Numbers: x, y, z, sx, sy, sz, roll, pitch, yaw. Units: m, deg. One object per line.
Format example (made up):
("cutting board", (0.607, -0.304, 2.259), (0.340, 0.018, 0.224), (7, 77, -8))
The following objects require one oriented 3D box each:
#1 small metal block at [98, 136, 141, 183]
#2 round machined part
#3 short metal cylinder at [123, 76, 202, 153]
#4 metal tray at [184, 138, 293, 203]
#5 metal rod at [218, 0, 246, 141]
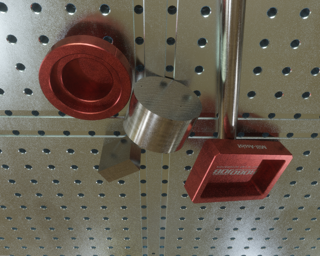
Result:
("small metal block", (-0.055, 0.041, 0.430), (0.050, 0.050, 0.025), (-23, 127, 18))
("round machined part", (-0.080, -0.059, 0.349), (0.099, 0.042, 0.097), (-1, 130, 0))
("short metal cylinder", (0.002, -0.017, 0.362), (0.081, 0.080, 0.050), (13, 129, -12))
("metal tray", (0.109, 0.061, 0.430), (0.131, 0.030, 0.089), (3, 125, -26))
("metal rod", (0.087, -0.021, 0.394), (0.025, 0.025, 0.298), (-5, 130, 4))
